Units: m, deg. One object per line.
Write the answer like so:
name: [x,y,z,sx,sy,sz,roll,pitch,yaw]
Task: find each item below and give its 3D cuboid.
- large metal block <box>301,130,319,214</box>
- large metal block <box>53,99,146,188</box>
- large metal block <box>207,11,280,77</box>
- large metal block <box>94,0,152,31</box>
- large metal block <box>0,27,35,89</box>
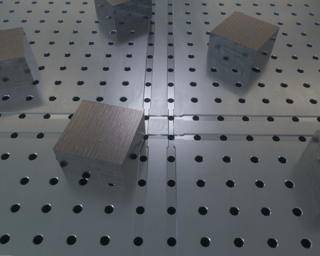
large metal block: [0.219,0.050,0.350,0.080,0.050,0.080,2,50,2]
large metal block: [-0.068,0.017,0.377,0.080,0.050,0.080,12,51,9]
large metal block: [0.136,-0.140,0.510,0.080,0.050,0.080,31,57,23]
large metal block: [-0.071,-0.238,0.591,0.080,0.050,0.080,-28,56,-22]
large metal block: [-0.245,-0.107,0.480,0.081,0.050,0.080,-13,51,-11]
